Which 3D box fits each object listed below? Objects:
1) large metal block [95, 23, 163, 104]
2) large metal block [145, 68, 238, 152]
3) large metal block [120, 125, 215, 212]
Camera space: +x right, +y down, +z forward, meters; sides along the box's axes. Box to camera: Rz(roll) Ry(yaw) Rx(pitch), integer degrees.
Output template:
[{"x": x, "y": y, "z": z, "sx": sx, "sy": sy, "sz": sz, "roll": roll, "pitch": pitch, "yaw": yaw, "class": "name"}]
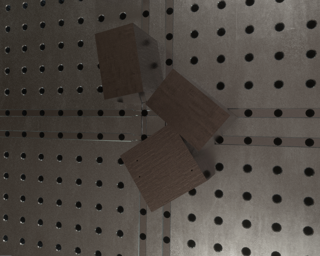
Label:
[{"x": -0.034, "y": -0.076, "z": 0.395, "sx": 0.050, "sy": 0.080, "sz": 0.080, "roll": -10, "pitch": 87, "yaw": 19, "class": "large metal block"}, {"x": 0.041, "y": -0.020, "z": 0.368, "sx": 0.080, "sy": 0.080, "sz": 0.050, "roll": 42, "pitch": 103, "yaw": 15, "class": "large metal block"}, {"x": 0.010, "y": 0.047, "z": 0.395, "sx": 0.080, "sy": 0.050, "sz": 0.080, "roll": -34, "pitch": 80, "yaw": 16, "class": "large metal block"}]
